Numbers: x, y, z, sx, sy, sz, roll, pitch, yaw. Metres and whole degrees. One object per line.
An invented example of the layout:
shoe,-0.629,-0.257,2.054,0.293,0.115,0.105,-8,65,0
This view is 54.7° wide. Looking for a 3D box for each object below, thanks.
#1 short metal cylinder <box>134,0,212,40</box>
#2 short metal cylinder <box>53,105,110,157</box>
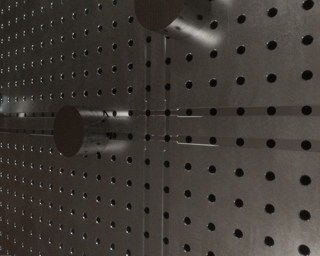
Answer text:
short metal cylinder,0.015,-0.154,0.379,0.080,0.050,0.079,0,90,39
short metal cylinder,-0.125,0.005,0.494,0.080,0.050,0.079,0,90,39
